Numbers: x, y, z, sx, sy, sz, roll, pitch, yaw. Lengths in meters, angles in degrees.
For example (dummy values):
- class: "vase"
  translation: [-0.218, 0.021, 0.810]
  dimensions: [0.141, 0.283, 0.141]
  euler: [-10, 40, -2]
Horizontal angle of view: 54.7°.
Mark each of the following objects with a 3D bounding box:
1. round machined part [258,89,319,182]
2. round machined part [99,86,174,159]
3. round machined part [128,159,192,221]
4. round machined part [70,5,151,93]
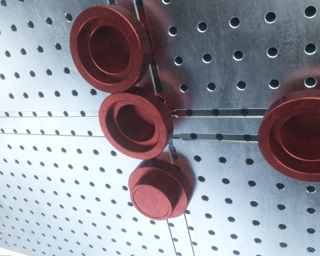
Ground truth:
- class: "round machined part"
  translation: [0.156, 0.005, 0.321]
  dimensions: [0.098, 0.042, 0.097]
  euler: [13, 124, 20]
- class: "round machined part"
  translation: [-0.027, -0.010, 0.407]
  dimensions: [0.098, 0.042, 0.097]
  euler: [13, 124, 20]
- class: "round machined part"
  translation: [-0.005, 0.099, 0.462]
  dimensions: [0.098, 0.042, 0.097]
  euler: [13, 124, 20]
- class: "round machined part"
  translation: [-0.054, -0.094, 0.365]
  dimensions: [0.098, 0.042, 0.097]
  euler: [12, 119, 23]
